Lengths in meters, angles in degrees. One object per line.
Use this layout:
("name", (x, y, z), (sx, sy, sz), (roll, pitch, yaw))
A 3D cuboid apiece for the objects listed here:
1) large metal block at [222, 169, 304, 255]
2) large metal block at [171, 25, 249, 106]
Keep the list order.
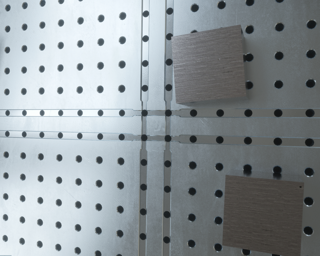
("large metal block", (0.118, 0.094, 0.358), (0.080, 0.050, 0.079), (3, 91, 19))
("large metal block", (0.062, -0.072, 0.377), (0.080, 0.050, 0.080), (-4, 89, 19))
